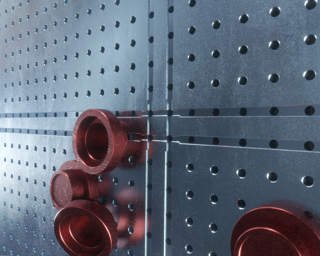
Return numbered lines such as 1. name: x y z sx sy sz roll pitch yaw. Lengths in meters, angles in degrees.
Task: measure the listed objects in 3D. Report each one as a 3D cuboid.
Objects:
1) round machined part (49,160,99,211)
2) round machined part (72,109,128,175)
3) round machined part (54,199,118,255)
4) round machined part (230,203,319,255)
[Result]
1. round machined part: -0.150 0.104 0.524 0.098 0.042 0.097 0 90 40
2. round machined part: -0.087 0.020 0.472 0.098 0.042 0.097 0 90 40
3. round machined part: -0.108 0.152 0.473 0.098 0.042 0.097 6 109 18
4. round machined part: 0.113 0.127 0.305 0.098 0.042 0.097 0 90 40
